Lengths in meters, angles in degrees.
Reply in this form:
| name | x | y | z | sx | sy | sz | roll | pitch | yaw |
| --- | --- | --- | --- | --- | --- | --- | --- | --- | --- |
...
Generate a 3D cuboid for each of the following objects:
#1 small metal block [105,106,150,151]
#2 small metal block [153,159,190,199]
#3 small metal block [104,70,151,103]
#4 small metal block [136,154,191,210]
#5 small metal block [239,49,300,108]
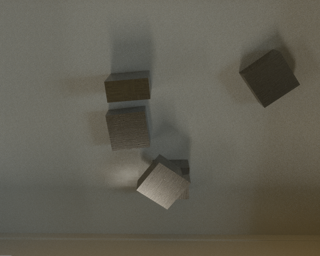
| name | x | y | z | sx | sy | sz | roll | pitch | yaw |
| --- | --- | --- | --- | --- | --- | --- | --- | --- | --- |
| small metal block | -0.041 | 0.000 | 0.411 | 0.050 | 0.025 | 0.050 | -7 | 110 | 2 |
| small metal block | 0.015 | 0.073 | 0.438 | 0.050 | 0.025 | 0.050 | -1 | 110 | 0 |
| small metal block | -0.037 | -0.052 | 0.378 | 0.050 | 0.050 | 0.025 | -5 | 110 | 2 |
| small metal block | 0.005 | 0.071 | 0.411 | 0.050 | 0.025 | 0.050 | 35 | 106 | -12 |
| small metal block | 0.137 | -0.062 | 0.389 | 0.050 | 0.025 | 0.050 | -35 | 107 | 12 |
